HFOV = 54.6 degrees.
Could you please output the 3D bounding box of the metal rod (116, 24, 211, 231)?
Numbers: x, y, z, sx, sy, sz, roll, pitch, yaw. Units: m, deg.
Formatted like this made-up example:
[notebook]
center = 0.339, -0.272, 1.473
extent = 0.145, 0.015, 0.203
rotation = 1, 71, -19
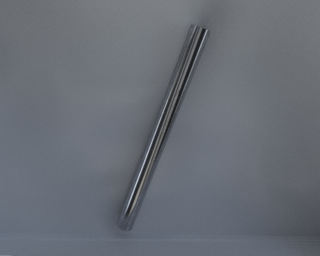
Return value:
[metal rod]
center = -0.002, 0.013, 0.413
extent = 0.025, 0.025, 0.298
rotation = 19, 109, -7
